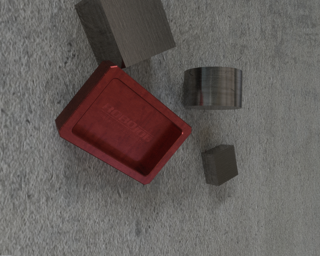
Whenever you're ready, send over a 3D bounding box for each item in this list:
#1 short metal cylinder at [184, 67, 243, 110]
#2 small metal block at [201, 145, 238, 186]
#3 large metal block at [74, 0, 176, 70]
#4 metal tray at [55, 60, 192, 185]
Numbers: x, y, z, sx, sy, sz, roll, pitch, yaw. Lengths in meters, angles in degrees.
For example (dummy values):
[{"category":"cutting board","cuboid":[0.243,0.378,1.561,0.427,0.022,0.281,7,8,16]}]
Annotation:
[{"category":"short metal cylinder","cuboid":[0.074,-0.053,0.433,0.081,0.080,0.050,2,89,-40]},{"category":"small metal block","cuboid":[0.094,0.057,0.487,0.050,0.025,0.050,-19,102,-39]},{"category":"large metal block","cuboid":[-0.038,-0.117,0.358,0.081,0.050,0.080,-32,110,-36]},{"category":"metal tray","cuboid":[-0.036,-0.001,0.349,0.130,0.030,0.090,37,93,-34]}]
